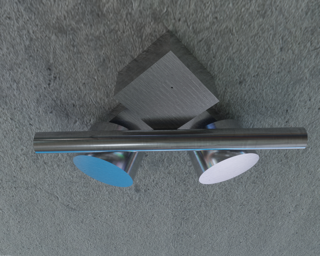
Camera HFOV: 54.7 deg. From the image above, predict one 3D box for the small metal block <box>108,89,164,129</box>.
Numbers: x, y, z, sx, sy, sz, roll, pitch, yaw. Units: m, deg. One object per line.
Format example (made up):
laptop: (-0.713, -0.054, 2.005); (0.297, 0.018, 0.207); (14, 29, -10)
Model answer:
small metal block: (-0.030, -0.014, 0.397); (0.050, 0.025, 0.050); (-36, 122, 25)

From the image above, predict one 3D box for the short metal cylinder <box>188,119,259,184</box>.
short metal cylinder: (0.079, 0.032, 0.402); (0.081, 0.050, 0.080); (-15, 150, -9)

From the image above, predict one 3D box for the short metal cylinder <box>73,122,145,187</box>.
short metal cylinder: (-0.064, 0.036, 0.403); (0.080, 0.050, 0.080); (15, 149, 10)

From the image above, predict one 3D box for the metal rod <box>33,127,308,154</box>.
metal rod: (0.011, 0.014, 0.353); (0.302, 0.025, 0.025); (-1, 130, 0)

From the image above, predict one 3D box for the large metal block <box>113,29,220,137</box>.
large metal block: (0.007, -0.047, 0.350); (0.080, 0.050, 0.080); (-35, 122, 25)

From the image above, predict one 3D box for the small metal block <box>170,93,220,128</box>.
small metal block: (0.043, -0.012, 0.398); (0.050, 0.025, 0.050); (-36, 122, 26)
